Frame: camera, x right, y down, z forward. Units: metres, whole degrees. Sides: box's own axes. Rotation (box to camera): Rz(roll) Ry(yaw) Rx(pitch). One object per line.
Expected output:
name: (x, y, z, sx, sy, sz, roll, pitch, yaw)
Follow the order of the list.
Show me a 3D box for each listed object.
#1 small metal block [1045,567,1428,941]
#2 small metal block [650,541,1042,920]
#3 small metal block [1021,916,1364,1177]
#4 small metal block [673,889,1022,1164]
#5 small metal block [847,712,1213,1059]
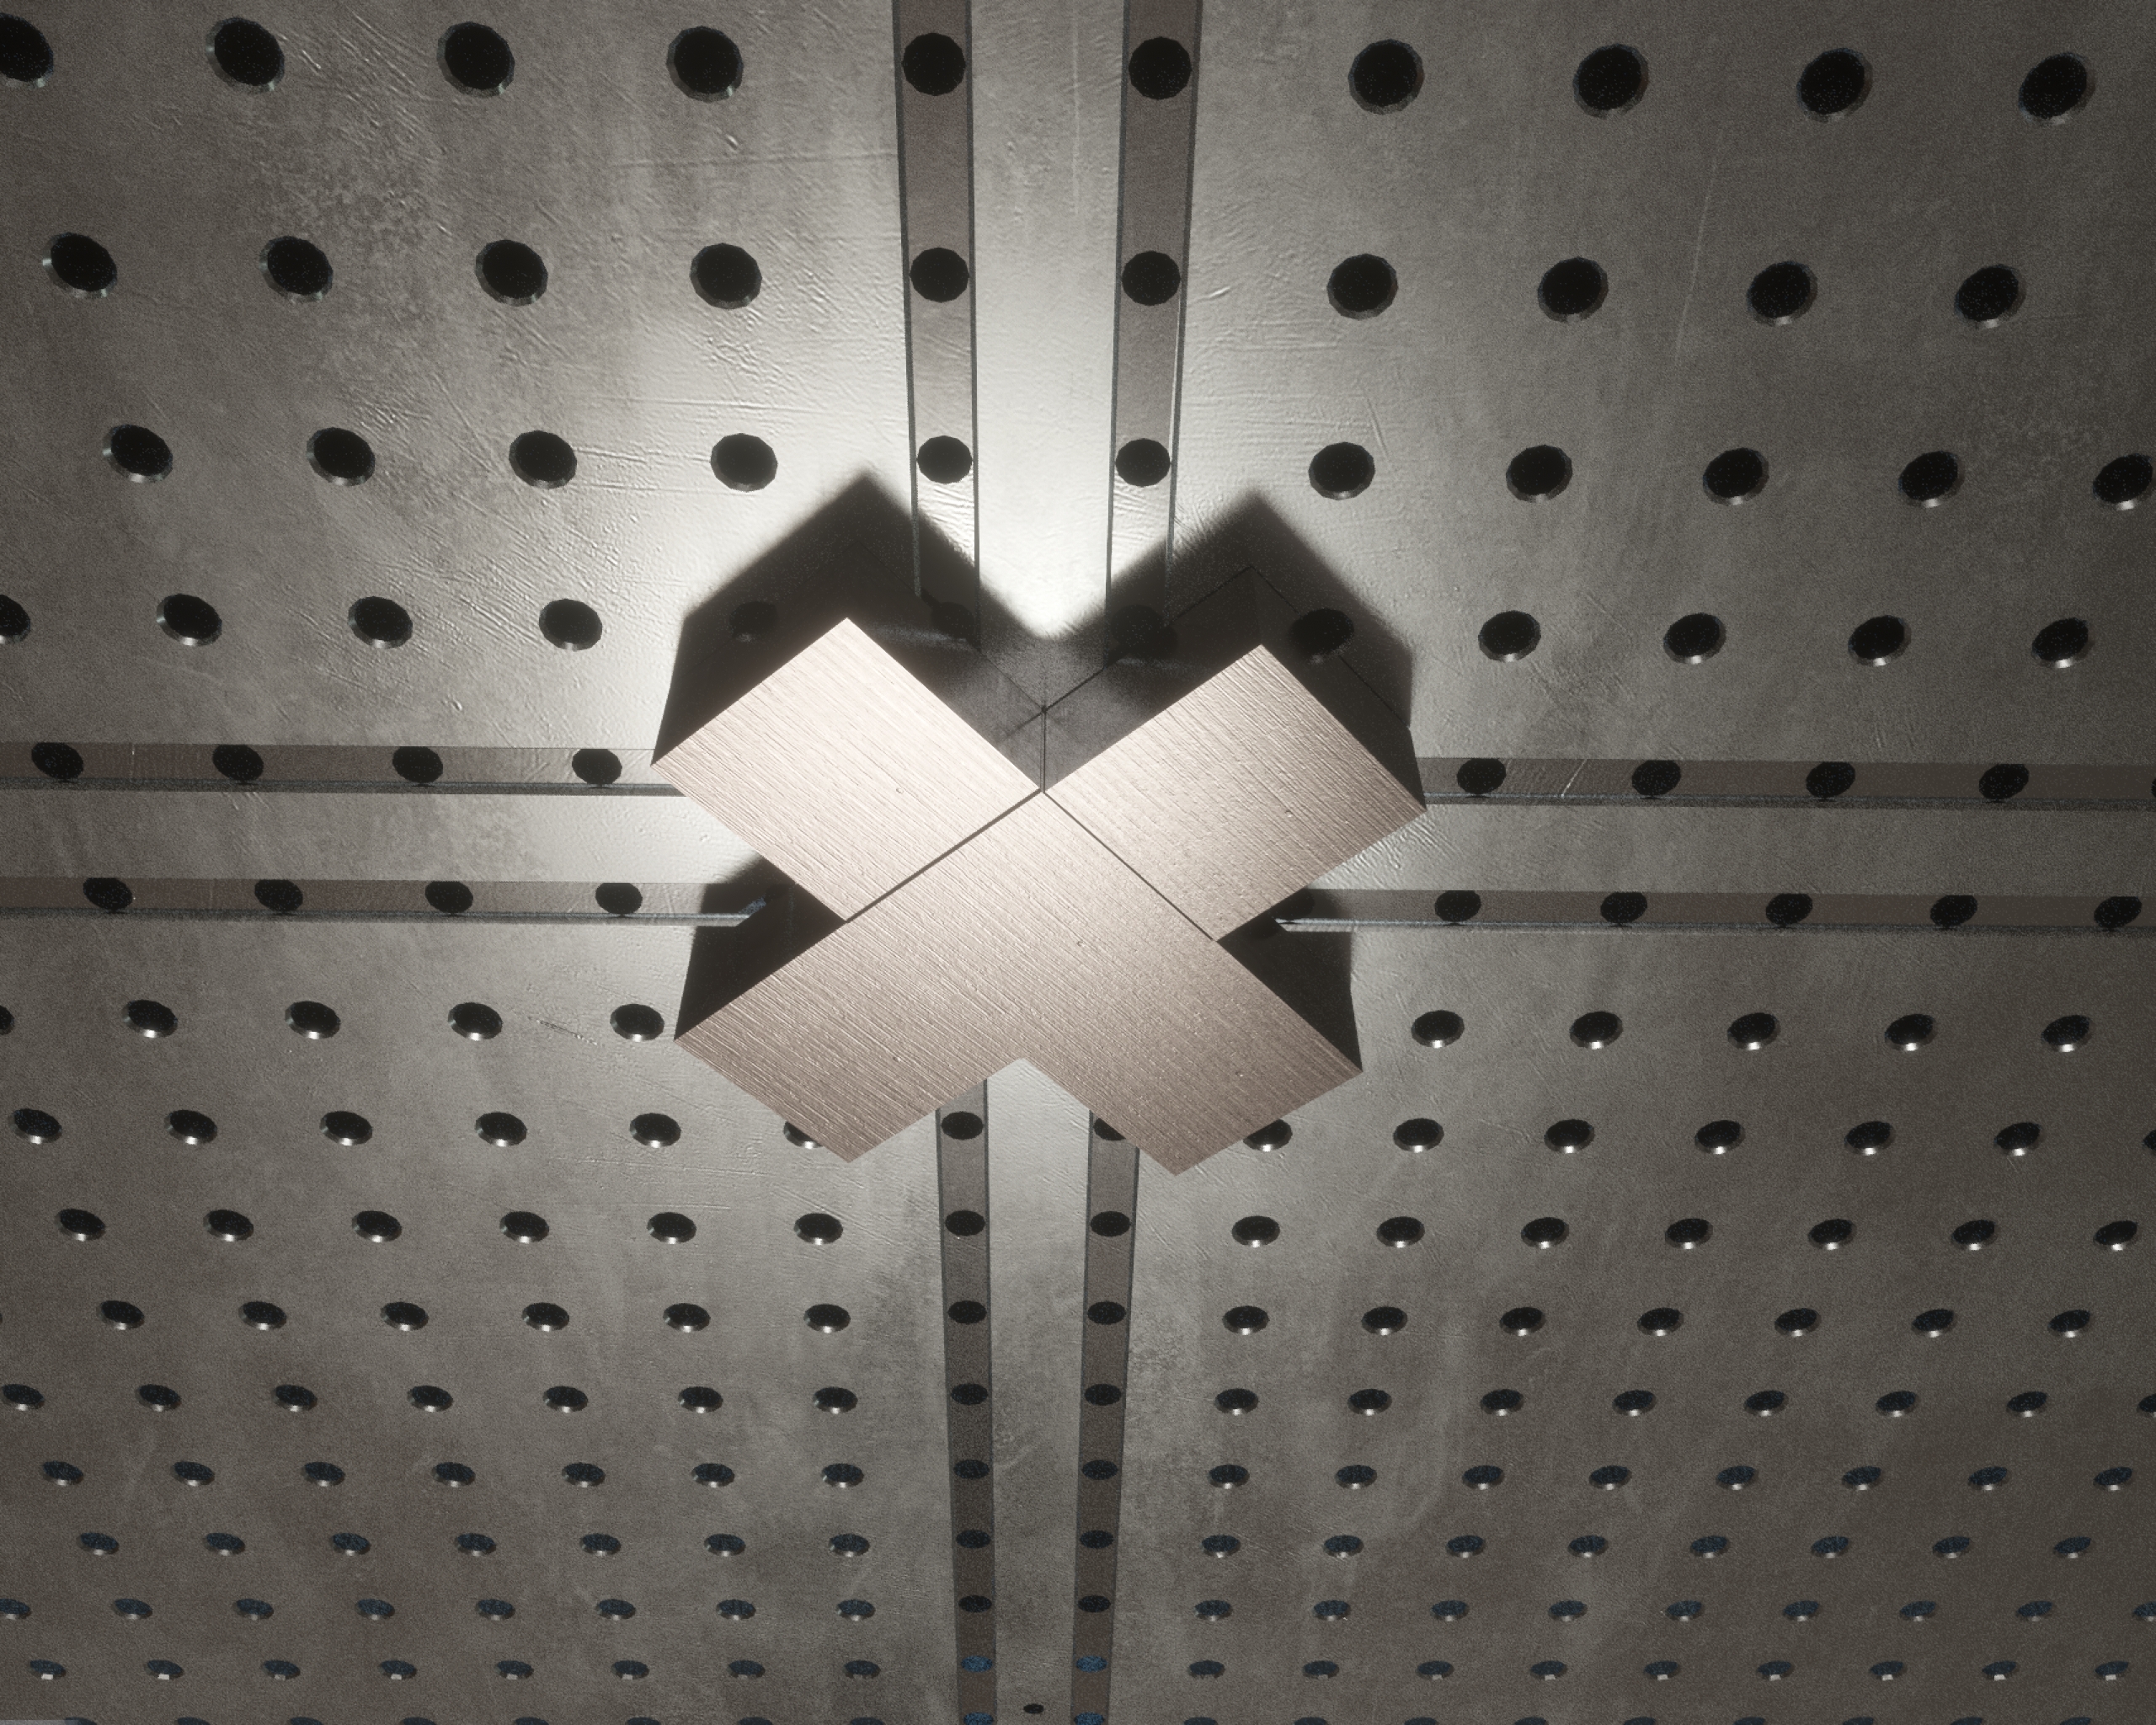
small metal block: (0.029, -0.019, 0.395, 0.050, 0.025, 0.050, -34, 123, 25)
small metal block: (-0.042, -0.023, 0.391, 0.050, 0.025, 0.050, -33, 123, 25)
small metal block: (0.024, 0.034, 0.441, 0.050, 0.025, 0.050, -33, 123, 25)
small metal block: (-0.047, 0.030, 0.437, 0.050, 0.025, 0.050, -34, 123, 25)
small metal block: (-0.009, 0.006, 0.415, 0.050, 0.025, 0.050, -34, 123, 25)
